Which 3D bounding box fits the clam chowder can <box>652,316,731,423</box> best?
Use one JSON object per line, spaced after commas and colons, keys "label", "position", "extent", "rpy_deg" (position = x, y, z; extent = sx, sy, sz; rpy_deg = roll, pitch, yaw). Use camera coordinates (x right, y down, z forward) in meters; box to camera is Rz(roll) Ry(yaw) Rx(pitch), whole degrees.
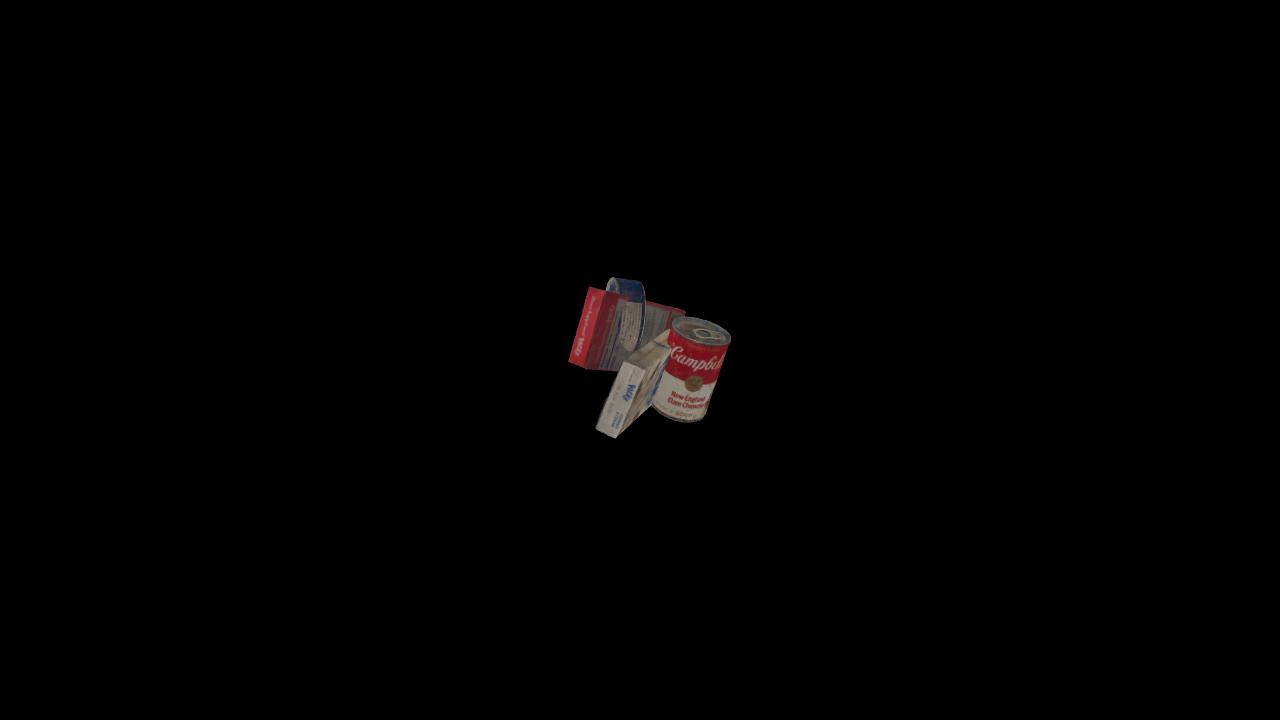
{"label": "clam chowder can", "position": [0.055, 0.011, 0.693], "extent": [0.068, 0.102, 0.068], "rpy_deg": [12, 26, -6]}

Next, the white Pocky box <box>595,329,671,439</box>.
{"label": "white Pocky box", "position": [0.004, 0.021, 0.665], "extent": [0.028, 0.084, 0.154], "rpy_deg": [26, 21, 12]}

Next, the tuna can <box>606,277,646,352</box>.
{"label": "tuna can", "position": [-0.020, -0.049, 0.687], "extent": [0.034, 0.084, 0.084], "rpy_deg": [5, -1, -15]}

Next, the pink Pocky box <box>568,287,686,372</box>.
{"label": "pink Pocky box", "position": [-0.011, -0.028, 0.690], "extent": [0.029, 0.084, 0.155], "rpy_deg": [21, 9, 35]}
